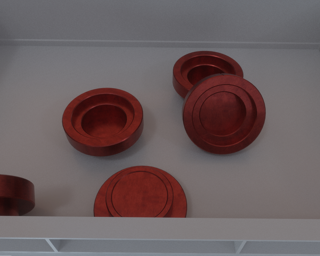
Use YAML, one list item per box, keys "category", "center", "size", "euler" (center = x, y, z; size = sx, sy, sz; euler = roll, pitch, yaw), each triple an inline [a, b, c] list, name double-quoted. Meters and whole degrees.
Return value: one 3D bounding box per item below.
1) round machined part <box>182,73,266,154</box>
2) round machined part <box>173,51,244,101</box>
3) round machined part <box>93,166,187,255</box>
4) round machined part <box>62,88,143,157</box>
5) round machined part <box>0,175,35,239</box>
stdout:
- category: "round machined part"
  center: [0.077, -0.020, 0.387]
  size: [0.099, 0.097, 0.042]
  euler: [0, 16, 0]
- category: "round machined part"
  center: [0.068, -0.066, 0.450]
  size: [0.099, 0.042, 0.098]
  euler: [0, 49, 0]
- category: "round machined part"
  center: [-0.021, 0.080, 0.326]
  size: [0.099, 0.042, 0.098]
  euler: [0, 50, 0]
- category: "round machined part"
  center: [-0.070, -0.003, 0.396]
  size: [0.099, 0.042, 0.098]
  euler: [0, 50, 0]
- category: "round machined part"
  center: [-0.170, 0.080, 0.290]
  size: [0.099, 0.098, 0.042]
  euler: [-10, 65, -9]
